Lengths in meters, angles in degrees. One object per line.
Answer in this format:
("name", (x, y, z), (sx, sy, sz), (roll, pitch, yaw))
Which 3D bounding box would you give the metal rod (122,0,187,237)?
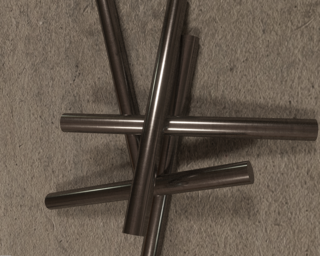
("metal rod", (-0.001, -0.032, 0.360), (0.025, 0.025, 0.299), (4, 73, 19))

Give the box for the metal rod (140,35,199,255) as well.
("metal rod", (0.012, 0.031, 0.404), (0.025, 0.025, 0.298), (11, 94, 19))

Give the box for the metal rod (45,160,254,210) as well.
("metal rod", (-0.033, 0.078, 0.397), (0.300, 0.025, 0.025), (-14, 86, 27))

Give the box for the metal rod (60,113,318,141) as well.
("metal rod", (0.026, -0.002, 0.374), (0.301, 0.025, 0.025), (2, 91, 10))

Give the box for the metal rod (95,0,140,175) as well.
("metal rod", (-0.054, -0.076, 0.426), (0.025, 0.025, 0.298), (-14, 85, 19))
